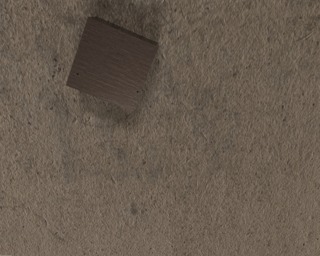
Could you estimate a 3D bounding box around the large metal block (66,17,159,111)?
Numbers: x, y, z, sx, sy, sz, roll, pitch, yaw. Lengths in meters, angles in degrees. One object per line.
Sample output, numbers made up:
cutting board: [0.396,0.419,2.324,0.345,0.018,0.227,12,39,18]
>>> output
large metal block: [-0.054,-0.077,0.367,0.080,0.050,0.079,21,109,-8]
